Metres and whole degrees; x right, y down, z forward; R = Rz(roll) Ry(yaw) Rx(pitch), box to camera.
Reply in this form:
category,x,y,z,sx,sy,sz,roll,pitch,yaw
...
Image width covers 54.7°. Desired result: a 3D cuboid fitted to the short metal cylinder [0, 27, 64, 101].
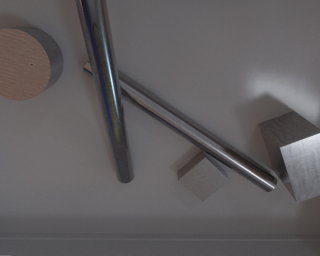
category,x,y,z,sx,sy,sz,roll,pitch,yaw
short metal cylinder,-0.162,-0.078,0.367,0.081,0.050,0.079,0,110,-1

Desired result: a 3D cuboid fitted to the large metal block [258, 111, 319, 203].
category,x,y,z,sx,sy,sz,roll,pitch,yaw
large metal block,0.174,0.034,0.397,0.050,0.080,0.080,-22,109,7

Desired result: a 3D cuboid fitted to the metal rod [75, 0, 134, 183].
category,x,y,z,sx,sy,sz,roll,pitch,yaw
metal rod,-0.054,-0.035,0.330,0.025,0.025,0.298,-3,136,0

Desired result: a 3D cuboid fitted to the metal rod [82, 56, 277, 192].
category,x,y,z,sx,sy,sz,roll,pitch,yaw
metal rod,0.035,0.001,0.412,0.301,0.025,0.025,33,107,-12

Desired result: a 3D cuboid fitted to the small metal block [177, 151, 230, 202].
category,x,y,z,sx,sy,sz,roll,pitch,yaw
small metal block,0.061,0.068,0.437,0.050,0.025,0.050,-43,105,14
